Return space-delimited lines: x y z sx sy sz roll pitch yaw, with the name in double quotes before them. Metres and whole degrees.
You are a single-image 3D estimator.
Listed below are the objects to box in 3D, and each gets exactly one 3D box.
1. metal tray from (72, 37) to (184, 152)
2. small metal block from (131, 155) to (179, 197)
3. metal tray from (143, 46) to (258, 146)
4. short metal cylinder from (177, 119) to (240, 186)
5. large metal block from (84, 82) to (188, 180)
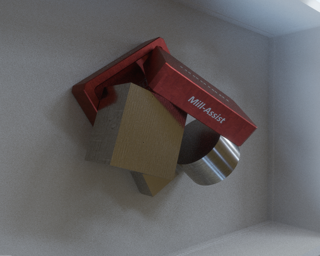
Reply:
"metal tray" -0.029 -0.043 0.378 0.131 0.030 0.090 -41 115 -32
"small metal block" -0.009 0.052 0.399 0.050 0.025 0.050 -36 112 -34
"metal tray" 0.044 -0.039 0.363 0.131 0.090 0.030 31 108 -21
"short metal cylinder" 0.061 0.031 0.423 0.050 0.080 0.080 47 62 -30
"large metal block" -0.023 0.006 0.329 0.080 0.050 0.080 21 77 -38
